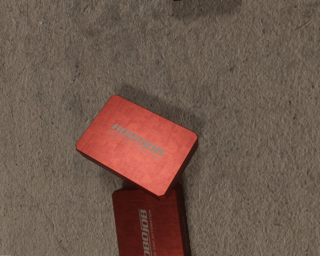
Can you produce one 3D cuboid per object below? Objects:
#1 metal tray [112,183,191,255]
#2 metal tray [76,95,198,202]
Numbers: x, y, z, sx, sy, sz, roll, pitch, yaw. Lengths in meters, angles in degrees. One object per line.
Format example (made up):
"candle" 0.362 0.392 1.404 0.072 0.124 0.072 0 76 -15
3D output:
"metal tray" -0.010 0.142 0.409 0.090 0.030 0.129 -8 87 19
"metal tray" -0.028 0.022 0.395 0.130 0.030 0.090 27 71 17
